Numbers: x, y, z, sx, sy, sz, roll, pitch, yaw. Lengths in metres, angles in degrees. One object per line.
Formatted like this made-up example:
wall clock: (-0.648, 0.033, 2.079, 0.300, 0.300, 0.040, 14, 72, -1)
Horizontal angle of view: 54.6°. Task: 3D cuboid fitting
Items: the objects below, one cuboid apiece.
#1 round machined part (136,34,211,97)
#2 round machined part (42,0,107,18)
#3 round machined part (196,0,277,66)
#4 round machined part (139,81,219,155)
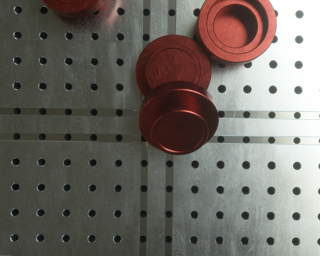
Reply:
round machined part: (0.017, -0.072, 0.400, 0.098, 0.042, 0.097, 0, 95, 3)
round machined part: (-0.111, -0.192, 0.404, 0.099, 0.042, 0.097, 0, 90, 0)
round machined part: (0.096, -0.130, 0.405, 0.099, 0.042, 0.097, 0, 90, 0)
round machined part: (0.023, -0.005, 0.380, 0.099, 0.042, 0.097, -1, 127, 0)
